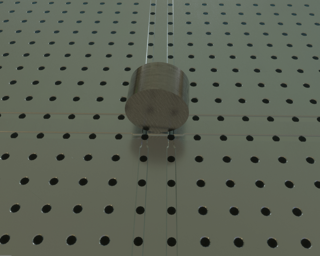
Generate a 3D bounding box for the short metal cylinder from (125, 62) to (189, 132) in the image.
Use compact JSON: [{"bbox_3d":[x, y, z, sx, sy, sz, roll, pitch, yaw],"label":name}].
[{"bbox_3d":[-0.002,-0.039,0.405,0.080,0.080,0.050,3,50,3],"label":"short metal cylinder"}]
